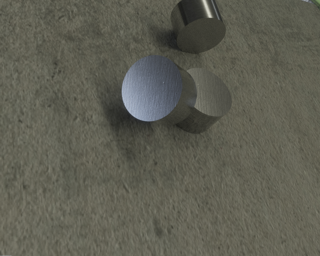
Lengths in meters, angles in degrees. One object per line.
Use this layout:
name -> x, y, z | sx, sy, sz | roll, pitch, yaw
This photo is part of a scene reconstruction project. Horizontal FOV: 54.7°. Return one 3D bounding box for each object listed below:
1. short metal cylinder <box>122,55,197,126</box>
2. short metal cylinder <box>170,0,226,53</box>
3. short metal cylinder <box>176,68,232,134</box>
short metal cylinder -> 0.000, -0.045, 0.388 | 0.050, 0.080, 0.080 | 12, 48, -64
short metal cylinder -> 0.061, -0.168, 0.506 | 0.081, 0.080, 0.050 | 2, 61, -28
short metal cylinder -> 0.054, -0.039, 0.442 | 0.081, 0.050, 0.080 | 14, 56, -21
